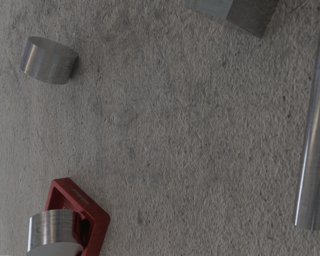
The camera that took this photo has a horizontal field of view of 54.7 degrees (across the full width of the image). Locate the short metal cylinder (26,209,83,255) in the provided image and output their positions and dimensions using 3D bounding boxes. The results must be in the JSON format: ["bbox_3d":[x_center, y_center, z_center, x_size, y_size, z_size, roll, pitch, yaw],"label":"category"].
[{"bbox_3d":[-0.161,0.166,0.477,0.080,0.080,0.050,-43,45,32],"label":"short metal cylinder"}]

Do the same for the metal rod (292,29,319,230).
[{"bbox_3d":[0.153,-0.057,0.278,0.025,0.025,0.298,10,96,39],"label":"metal rod"}]

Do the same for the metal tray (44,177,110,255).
[{"bbox_3d":[-0.145,0.153,0.521,0.130,0.030,0.089,30,108,36],"label":"metal tray"}]

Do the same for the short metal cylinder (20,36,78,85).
[{"bbox_3d":[-0.187,-0.114,0.524,0.080,0.081,0.050,39,114,33],"label":"short metal cylinder"}]

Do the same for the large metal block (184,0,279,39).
[{"bbox_3d":[0.080,-0.142,0.303,0.050,0.081,0.079,34,111,35],"label":"large metal block"}]
